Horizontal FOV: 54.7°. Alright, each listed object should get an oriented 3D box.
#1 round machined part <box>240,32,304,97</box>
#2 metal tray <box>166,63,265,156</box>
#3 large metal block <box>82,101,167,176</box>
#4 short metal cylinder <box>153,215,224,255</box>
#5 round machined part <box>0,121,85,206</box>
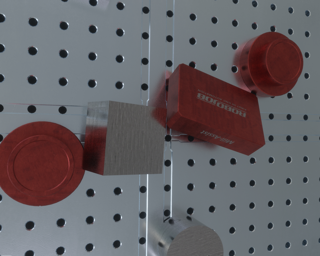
[{"bbox_3d":[0.175,-0.097,0.467,0.099,0.042,0.097,0,90,-20],"label":"round machined part"},{"bbox_3d":[0.074,-0.024,0.413,0.131,0.030,0.090,19,51,-20],"label":"metal tray"},{"bbox_3d":[-0.041,0.013,0.372,0.081,0.050,0.080,5,88,-39],"label":"large metal block"},{"bbox_3d":[0.036,0.162,0.413,0.081,0.050,0.080,0,90,-20],"label":"short metal cylinder"},{"bbox_3d":[-0.135,0.041,0.354,0.099,0.042,0.097,0,90,-20],"label":"round machined part"}]
